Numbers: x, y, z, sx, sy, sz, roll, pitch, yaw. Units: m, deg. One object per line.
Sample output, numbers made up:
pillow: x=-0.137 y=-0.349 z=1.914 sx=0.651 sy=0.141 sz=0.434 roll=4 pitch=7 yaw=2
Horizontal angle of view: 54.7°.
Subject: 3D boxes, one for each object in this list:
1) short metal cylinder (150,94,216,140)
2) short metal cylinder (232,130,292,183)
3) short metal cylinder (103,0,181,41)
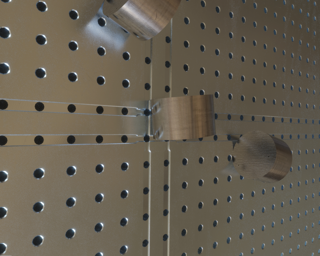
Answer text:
short metal cylinder: x=0.030 y=-0.015 z=0.398 sx=0.081 sy=0.080 sz=0.050 roll=-8 pitch=96 yaw=-40
short metal cylinder: x=0.169 y=0.049 z=0.514 sx=0.050 sy=0.080 sz=0.080 roll=18 pitch=78 yaw=-39
short metal cylinder: x=-0.021 y=-0.148 z=0.355 sx=0.050 sy=0.080 sz=0.080 roll=29 pitch=72 yaw=-36
